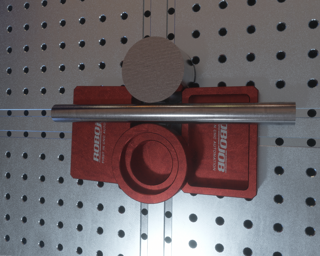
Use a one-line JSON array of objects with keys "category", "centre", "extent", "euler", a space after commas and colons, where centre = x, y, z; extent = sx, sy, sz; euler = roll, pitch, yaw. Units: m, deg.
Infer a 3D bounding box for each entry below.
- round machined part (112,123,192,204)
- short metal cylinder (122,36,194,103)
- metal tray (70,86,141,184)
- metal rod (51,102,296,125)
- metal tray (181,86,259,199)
[{"category": "round machined part", "centre": [-0.007, 0.043, 0.392], "extent": [0.098, 0.042, 0.097], "euler": [0, 90, 19]}, {"category": "short metal cylinder", "centre": [-0.001, -0.070, 0.395], "extent": [0.080, 0.050, 0.079], "euler": [0, 90, 20]}, {"category": "metal tray", "centre": [-0.076, 0.008, 0.431], "extent": [0.090, 0.030, 0.129], "euler": [3, 91, 19]}, {"category": "metal rod", "centre": [0.000, -0.018, 0.376], "extent": [0.301, 0.025, 0.025], "euler": [1, 91, 19]}, {"category": "metal tray", "centre": [0.073, 0.016, 0.380], "extent": [0.090, 0.030, 0.129], "euler": [1, 90, 19]}]
